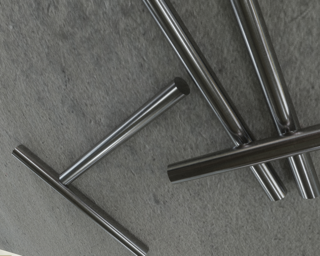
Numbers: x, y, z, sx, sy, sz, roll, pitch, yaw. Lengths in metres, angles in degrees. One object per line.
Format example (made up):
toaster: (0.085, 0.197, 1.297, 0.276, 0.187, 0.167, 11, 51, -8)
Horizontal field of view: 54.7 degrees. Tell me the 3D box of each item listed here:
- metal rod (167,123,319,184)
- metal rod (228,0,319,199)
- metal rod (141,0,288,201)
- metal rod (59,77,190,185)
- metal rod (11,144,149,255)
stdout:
metal rod: (0.144, 0.012, 0.307, 0.300, 0.025, 0.025, -18, 109, 25)
metal rod: (0.111, -0.053, 0.314, 0.025, 0.025, 0.299, -14, 111, 34)
metal rod: (0.061, -0.039, 0.349, 0.025, 0.025, 0.299, -26, 105, 37)
metal rod: (-0.070, 0.019, 0.453, 0.025, 0.025, 0.299, 49, 128, -7)
metal rod: (-0.144, 0.134, 0.562, 0.300, 0.025, 0.025, 39, 129, 1)
